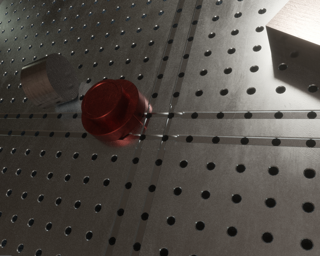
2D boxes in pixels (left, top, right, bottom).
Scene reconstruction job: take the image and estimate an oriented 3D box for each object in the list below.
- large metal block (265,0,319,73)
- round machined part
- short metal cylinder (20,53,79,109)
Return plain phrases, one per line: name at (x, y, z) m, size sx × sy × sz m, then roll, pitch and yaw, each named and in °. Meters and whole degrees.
large metal block at (0.188, -0.119, 0.367) m, size 0.080 × 0.050 × 0.080 m, roll -47°, pitch 52°, yaw -5°
round machined part at (-0.075, -0.033, 0.455) m, size 0.098 × 0.042 × 0.098 m, roll -13°, pitch 56°, yaw 20°
short metal cylinder at (-0.180, -0.077, 0.512) m, size 0.050 × 0.080 × 0.080 m, roll -15°, pitch 56°, yaw 19°
